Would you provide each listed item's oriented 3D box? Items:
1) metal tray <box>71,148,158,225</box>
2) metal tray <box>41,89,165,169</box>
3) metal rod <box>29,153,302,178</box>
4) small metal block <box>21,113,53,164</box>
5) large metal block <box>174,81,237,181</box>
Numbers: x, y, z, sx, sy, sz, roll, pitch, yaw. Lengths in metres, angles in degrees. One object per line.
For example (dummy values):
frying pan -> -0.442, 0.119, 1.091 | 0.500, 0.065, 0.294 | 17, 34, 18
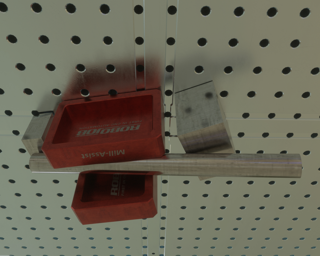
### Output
metal tray -> -0.050, 0.052, 0.386 | 0.090, 0.130, 0.030 | -7, 130, 5
metal tray -> -0.061, -0.001, 0.366 | 0.131, 0.090, 0.030 | -7, 131, 5
metal rod -> -0.005, 0.041, 0.347 | 0.301, 0.025, 0.025 | -1, 131, 12
small metal block -> -0.151, 0.016, 0.406 | 0.025, 0.050, 0.050 | -6, 130, 5
large metal block -> 0.057, 0.003, 0.378 | 0.050, 0.080, 0.080 | -18, 128, 14
